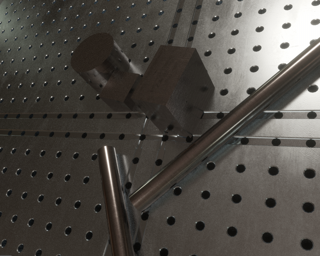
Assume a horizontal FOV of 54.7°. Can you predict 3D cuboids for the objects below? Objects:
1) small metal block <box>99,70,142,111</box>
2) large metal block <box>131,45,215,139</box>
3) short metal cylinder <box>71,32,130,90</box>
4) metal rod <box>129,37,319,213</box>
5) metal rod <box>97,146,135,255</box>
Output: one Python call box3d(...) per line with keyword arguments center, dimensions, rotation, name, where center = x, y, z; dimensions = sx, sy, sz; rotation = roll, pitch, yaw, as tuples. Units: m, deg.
box3d(center=(-0.056, -0.058, 0.472), dimensions=(0.050, 0.025, 0.050), rotation=(15, 69, 33), name="small metal block")
box3d(center=(0.020, -0.045, 0.389), dimensions=(0.050, 0.080, 0.080), rotation=(15, 70, 34), name="large metal block")
box3d(center=(-0.097, -0.109, 0.508), dimensions=(0.080, 0.050, 0.080), rotation=(-13, 56, 20), name="short metal cylinder")
box3d(center=(0.087, -0.006, 0.365), dimensions=(0.300, 0.025, 0.025), rotation=(-40, 51, 0), name="metal rod")
box3d(center=(-0.038, 0.147, 0.336), dimensions=(0.025, 0.025, 0.299), rotation=(-26, 53, 12), name="metal rod")
